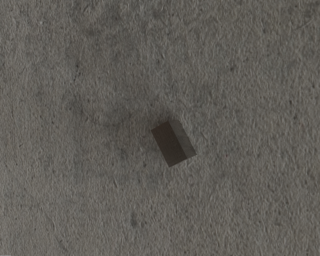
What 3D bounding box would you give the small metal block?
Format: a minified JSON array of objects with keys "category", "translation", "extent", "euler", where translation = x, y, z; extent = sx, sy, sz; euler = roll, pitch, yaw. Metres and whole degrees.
[{"category":"small metal block","translation":[0.019,0.019,0.388],"extent":[0.025,0.050,0.050],"euler":[-29,81,17]}]
